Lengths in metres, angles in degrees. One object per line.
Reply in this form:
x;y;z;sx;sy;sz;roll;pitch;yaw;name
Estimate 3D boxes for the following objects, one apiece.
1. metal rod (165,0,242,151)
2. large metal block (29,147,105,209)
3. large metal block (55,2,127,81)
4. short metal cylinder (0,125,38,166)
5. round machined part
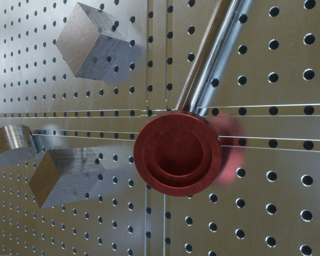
0.063;-0.105;0.357;0.025;0.025;0.298;33;110;35;metal rod
-0.149;0.078;0.497;0.050;0.081;0.080;52;120;27;large metal block
-0.110;-0.133;0.484;0.080;0.050;0.080;-50;61;28;large metal block
-0.292;0.035;0.616;0.080;0.081;0.050;-38;67;33;short metal cylinder
0.022;0.027;0.362;0.098;0.042;0.097;2;105;9;round machined part
